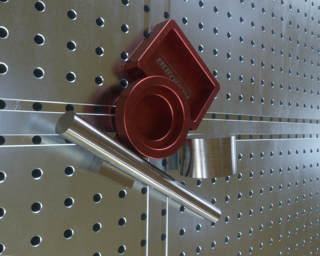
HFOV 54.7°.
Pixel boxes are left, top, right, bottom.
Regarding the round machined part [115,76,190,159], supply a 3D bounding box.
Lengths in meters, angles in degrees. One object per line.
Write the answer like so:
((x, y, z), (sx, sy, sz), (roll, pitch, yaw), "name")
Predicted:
((-0.013, -0.012, 0.379), (0.099, 0.042, 0.097), (0, 90, -38), "round machined part")

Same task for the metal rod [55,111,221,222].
((-0.001, 0.065, 0.384), (0.301, 0.025, 0.025), (39, 66, -43), "metal rod")

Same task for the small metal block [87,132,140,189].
((-0.050, 0.039, 0.369), (0.050, 0.025, 0.050), (35, 68, -35), "small metal block")

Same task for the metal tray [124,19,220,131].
((0.023, -0.069, 0.426), (0.130, 0.030, 0.090), (47, 61, -30), "metal tray")

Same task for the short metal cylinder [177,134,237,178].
((0.064, 0.036, 0.428), (0.081, 0.080, 0.050), (-5, 94, -40), "short metal cylinder")
